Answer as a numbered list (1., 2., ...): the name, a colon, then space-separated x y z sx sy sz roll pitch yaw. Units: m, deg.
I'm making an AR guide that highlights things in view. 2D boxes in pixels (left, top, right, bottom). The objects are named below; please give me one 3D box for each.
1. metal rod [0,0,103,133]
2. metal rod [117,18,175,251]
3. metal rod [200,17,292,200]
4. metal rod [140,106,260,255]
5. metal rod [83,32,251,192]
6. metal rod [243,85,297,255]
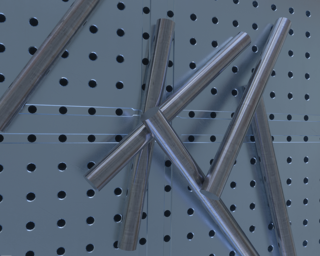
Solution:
1. metal rod: -0.106 -0.126 0.373 0.025 0.025 0.300 36 79 -17
2. metal rod: -0.017 0.006 0.406 0.025 0.025 0.299 11 86 -20
3. metal rod: 0.125 -0.042 0.425 0.025 0.025 0.300 36 66 -16
4. metal rod: 0.067 0.096 0.406 0.025 0.025 0.300 -42 115 -15
5. metal rod: 0.024 -0.035 0.399 0.301 0.025 0.025 -44 104 -23
6. metal rod: 0.172 0.079 0.475 0.025 0.025 0.299 -16 95 -19
